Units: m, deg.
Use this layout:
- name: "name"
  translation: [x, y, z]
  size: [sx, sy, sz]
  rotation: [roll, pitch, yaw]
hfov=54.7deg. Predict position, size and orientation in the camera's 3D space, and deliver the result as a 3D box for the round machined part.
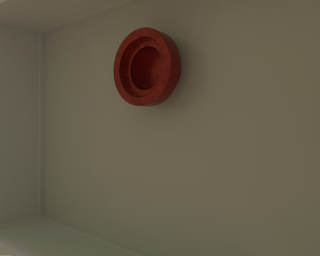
- name: "round machined part"
  translation: [-0.012, -0.077, 0.404]
  size: [0.098, 0.042, 0.097]
  rotation: [0, 90, 39]
